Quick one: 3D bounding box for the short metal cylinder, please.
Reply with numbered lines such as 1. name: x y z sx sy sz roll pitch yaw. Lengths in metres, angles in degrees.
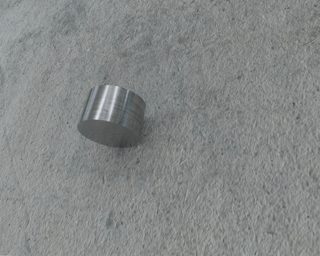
1. short metal cylinder: -0.063 -0.013 0.411 0.080 0.080 0.050 -3 60 27
